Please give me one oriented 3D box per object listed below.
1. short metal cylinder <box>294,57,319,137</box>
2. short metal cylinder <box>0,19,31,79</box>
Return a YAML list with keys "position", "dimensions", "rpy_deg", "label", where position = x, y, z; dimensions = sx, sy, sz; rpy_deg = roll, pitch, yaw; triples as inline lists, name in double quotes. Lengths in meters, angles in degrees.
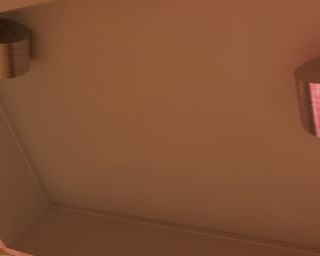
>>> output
- position: [0.163, -0.031, 0.268]
  dimensions: [0.080, 0.080, 0.050]
  rpy_deg: [-5, 116, 30]
  label: "short metal cylinder"
- position: [-0.219, -0.109, 0.419]
  dimensions: [0.080, 0.080, 0.050]
  rpy_deg: [25, 127, 12]
  label: "short metal cylinder"
